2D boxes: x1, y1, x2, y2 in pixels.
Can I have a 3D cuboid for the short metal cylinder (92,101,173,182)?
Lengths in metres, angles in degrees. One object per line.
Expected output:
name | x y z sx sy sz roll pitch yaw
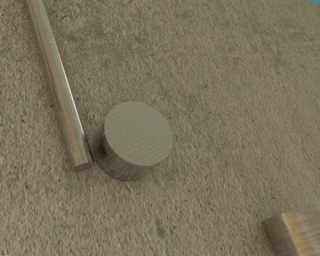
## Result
short metal cylinder | -0.032 0.016 0.360 0.081 0.050 0.080 14 56 -21

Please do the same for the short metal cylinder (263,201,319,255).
short metal cylinder | 0.178 0.127 0.387 0.081 0.080 0.050 -5 64 -30

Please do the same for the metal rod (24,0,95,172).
metal rod | -0.135 -0.088 0.384 0.025 0.025 0.299 -9 66 -32
